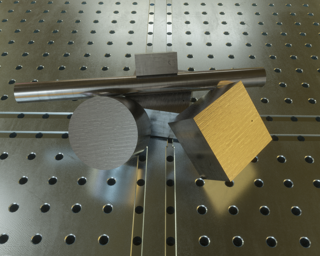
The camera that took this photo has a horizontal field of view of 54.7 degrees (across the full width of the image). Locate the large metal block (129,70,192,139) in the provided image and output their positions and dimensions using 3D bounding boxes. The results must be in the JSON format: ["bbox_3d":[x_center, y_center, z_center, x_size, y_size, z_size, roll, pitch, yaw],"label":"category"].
[{"bbox_3d":[0.001,-0.036,0.416,0.080,0.050,0.080,8,51,7],"label":"large metal block"}]

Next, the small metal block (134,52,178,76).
[{"bbox_3d":[-0.006,-0.083,0.392,0.050,0.025,0.050,-5,15,-4],"label":"small metal block"}]

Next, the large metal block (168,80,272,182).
[{"bbox_3d":[0.070,0.004,0.356,0.080,0.050,0.080,-38,103,-27],"label":"large metal block"}]

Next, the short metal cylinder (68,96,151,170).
[{"bbox_3d":[-0.056,0.004,0.356,0.080,0.079,0.050,15,9,12],"label":"short metal cylinder"}]

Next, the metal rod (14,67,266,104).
[{"bbox_3d":[-0.020,-0.053,0.383,0.302,0.025,0.025,-4,50,-4],"label":"metal rod"}]
